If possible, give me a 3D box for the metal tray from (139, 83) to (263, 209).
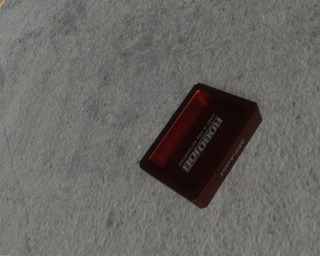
[{"bbox_3d":[0.047,0.016,0.366,0.090,0.030,0.130,27,76,37],"label":"metal tray"}]
